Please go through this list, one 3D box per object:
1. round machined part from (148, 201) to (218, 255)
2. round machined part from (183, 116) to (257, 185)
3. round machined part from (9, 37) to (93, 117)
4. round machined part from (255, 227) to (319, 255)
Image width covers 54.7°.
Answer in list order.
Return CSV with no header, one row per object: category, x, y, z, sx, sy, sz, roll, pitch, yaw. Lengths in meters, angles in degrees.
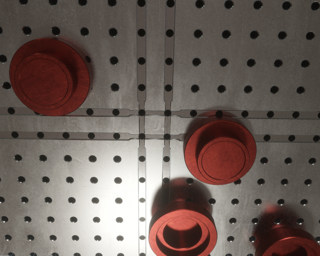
round machined part,0.033,0.150,0.460,0.099,0.042,0.097,0,110,-1
round machined part,0.082,0.036,0.419,0.099,0.042,0.097,0,110,-1
round machined part,-0.136,-0.060,0.380,0.099,0.042,0.097,0,110,-1
round machined part,0.195,0.194,0.479,0.099,0.042,0.097,0,110,-1
